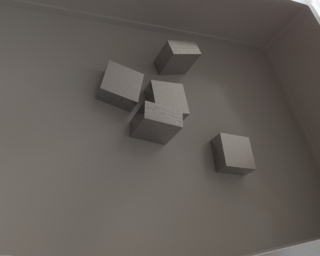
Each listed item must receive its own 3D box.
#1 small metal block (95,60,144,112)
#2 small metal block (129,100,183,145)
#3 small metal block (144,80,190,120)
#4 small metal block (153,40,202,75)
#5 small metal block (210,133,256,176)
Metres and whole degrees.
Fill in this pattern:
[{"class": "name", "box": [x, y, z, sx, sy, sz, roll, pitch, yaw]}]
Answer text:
[{"class": "small metal block", "box": [-0.053, -0.055, 0.411, 0.050, 0.025, 0.050, 20, 54, -16]}, {"class": "small metal block", "box": [-0.005, -0.005, 0.390, 0.050, 0.050, 0.025, 14, 56, -21]}, {"class": "small metal block", "box": [0.009, -0.037, 0.433, 0.050, 0.025, 0.050, 4, 60, -26]}, {"class": "small metal block", "box": [0.025, -0.105, 0.467, 0.050, 0.050, 0.025, -9, 66, -32]}, {"class": "small metal block", "box": [0.103, 0.037, 0.438, 0.050, 0.025, 0.050, 9, 58, -23]}]
